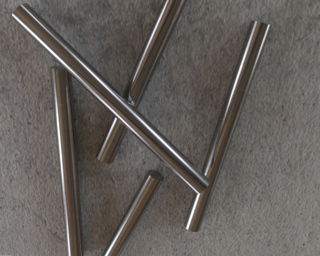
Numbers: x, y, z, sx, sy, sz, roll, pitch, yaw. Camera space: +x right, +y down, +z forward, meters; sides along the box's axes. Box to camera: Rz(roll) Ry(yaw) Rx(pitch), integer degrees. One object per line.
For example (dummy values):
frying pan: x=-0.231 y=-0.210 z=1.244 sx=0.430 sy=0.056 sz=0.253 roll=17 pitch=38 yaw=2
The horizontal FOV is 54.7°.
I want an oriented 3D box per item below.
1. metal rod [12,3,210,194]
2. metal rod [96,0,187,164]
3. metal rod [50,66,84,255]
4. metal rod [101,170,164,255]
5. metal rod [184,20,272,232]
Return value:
metal rod: x=-0.054 y=-0.031 z=0.372 sx=0.300 sy=0.025 sz=0.025 roll=44 pitch=104 yaw=-5
metal rod: x=-0.013 y=-0.086 z=0.378 sx=0.025 sy=0.025 sz=0.298 roll=23 pitch=108 yaw=-9
metal rod: x=-0.126 y=0.065 z=0.431 sx=0.025 sy=0.025 sz=0.298 roll=1 pitch=110 yaw=-1
metal rod: x=-0.073 y=0.191 z=0.479 sx=0.025 sy=0.025 sz=0.298 roll=25 pitch=108 yaw=-9
metal rod: x=0.084 y=0.012 z=0.415 sx=0.025 sy=0.025 sz=0.298 roll=13 pitch=110 yaw=-5
